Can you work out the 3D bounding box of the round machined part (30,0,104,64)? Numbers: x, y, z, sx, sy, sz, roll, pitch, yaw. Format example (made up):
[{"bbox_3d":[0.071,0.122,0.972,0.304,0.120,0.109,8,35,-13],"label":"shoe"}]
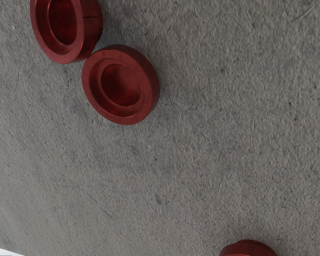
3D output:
[{"bbox_3d":[-0.105,-0.127,0.362,0.098,0.042,0.097,16,117,34],"label":"round machined part"}]

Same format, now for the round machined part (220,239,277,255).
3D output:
[{"bbox_3d":[0.134,0.202,0.450,0.098,0.042,0.097,13,124,21],"label":"round machined part"}]

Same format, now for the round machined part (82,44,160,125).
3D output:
[{"bbox_3d":[-0.044,-0.056,0.385,0.098,0.042,0.097,13,124,21],"label":"round machined part"}]
